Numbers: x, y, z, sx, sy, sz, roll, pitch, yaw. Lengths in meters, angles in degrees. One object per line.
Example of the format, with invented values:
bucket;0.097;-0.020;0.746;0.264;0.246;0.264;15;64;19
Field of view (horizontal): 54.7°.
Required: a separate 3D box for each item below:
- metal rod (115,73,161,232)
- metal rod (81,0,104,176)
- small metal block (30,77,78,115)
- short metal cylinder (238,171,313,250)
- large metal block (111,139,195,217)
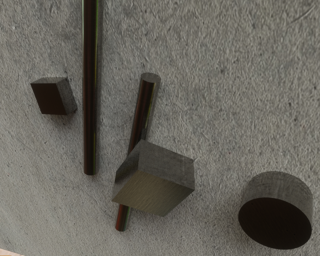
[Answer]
metal rod;-0.039;0.056;0.462;0.025;0.025;0.298;24;127;13
metal rod;-0.093;-0.051;0.424;0.025;0.025;0.298;21;126;16
small metal block;-0.157;-0.048;0.460;0.050;0.025;0.050;3;120;26
short metal cylinder;0.142;0.100;0.378;0.080;0.050;0.079;13;124;21
large metal block;-0.010;0.070;0.419;0.080;0.050;0.080;23;131;-19
